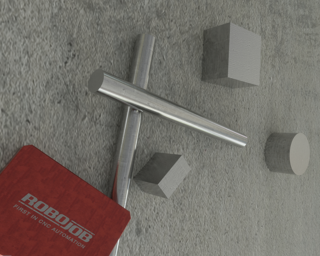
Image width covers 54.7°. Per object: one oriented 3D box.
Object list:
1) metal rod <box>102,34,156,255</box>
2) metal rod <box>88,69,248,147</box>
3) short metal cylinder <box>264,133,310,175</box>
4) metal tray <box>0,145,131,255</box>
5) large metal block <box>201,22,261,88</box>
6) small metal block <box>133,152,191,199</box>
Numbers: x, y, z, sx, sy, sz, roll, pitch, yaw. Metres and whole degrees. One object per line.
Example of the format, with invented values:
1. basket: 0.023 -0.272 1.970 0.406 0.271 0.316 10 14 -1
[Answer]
1. metal rod: -0.042 0.032 0.371 0.025 0.025 0.299 16 80 -39
2. metal rod: 0.036 -0.013 0.414 0.302 0.025 0.025 19 78 -46
3. short metal cylinder: 0.247 0.049 0.600 0.081 0.050 0.079 0 90 -40
4. metal tray: -0.104 0.088 0.299 0.130 0.030 0.090 41 65 -20
5. large metal block: 0.113 -0.109 0.486 0.081 0.050 0.080 5 87 -40
6. small metal block: 0.002 0.058 0.393 0.050 0.050 0.025 -47 119 -30
